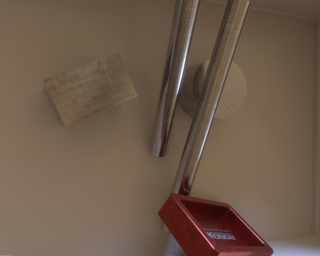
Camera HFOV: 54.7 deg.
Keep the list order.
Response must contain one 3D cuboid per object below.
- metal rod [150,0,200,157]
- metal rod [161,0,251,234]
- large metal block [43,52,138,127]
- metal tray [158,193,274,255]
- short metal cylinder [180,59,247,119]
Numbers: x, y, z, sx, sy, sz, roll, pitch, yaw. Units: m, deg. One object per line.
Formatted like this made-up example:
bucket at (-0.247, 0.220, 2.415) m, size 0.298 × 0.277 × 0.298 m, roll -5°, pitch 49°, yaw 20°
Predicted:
metal rod at (0.023, -0.097, 0.343) m, size 0.025 × 0.025 × 0.298 m, roll -1°, pitch 120°, yaw -20°
metal rod at (0.051, -0.004, 0.383) m, size 0.025 × 0.025 × 0.298 m, roll 10°, pitch 105°, yaw -20°
large metal block at (-0.082, -0.041, 0.352) m, size 0.081 × 0.080 × 0.050 m, roll -25°, pitch 99°, yaw -19°
metal tray at (0.070, 0.127, 0.377) m, size 0.131 × 0.090 × 0.030 m, roll 21°, pitch 107°, yaw -43°
short metal cylinder at (0.070, -0.052, 0.424) m, size 0.081 × 0.050 × 0.079 m, roll 0°, pitch 90°, yaw -21°
